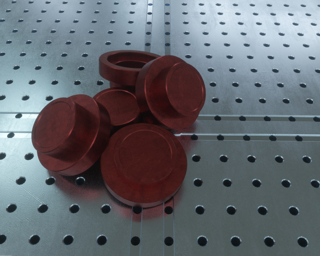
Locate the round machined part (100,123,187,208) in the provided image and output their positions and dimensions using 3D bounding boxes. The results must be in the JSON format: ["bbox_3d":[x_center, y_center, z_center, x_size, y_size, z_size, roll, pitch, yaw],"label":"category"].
[{"bbox_3d":[-0.018,0.036,0.350,0.099,0.042,0.098,3,61,-6],"label":"round machined part"}]

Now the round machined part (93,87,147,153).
[{"bbox_3d":[-0.056,-0.016,0.408,0.099,0.042,0.098,0,50,0],"label":"round machined part"}]

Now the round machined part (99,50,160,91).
[{"bbox_3d":[-0.038,-0.078,0.447,0.099,0.042,0.098,5,29,-2],"label":"round machined part"}]

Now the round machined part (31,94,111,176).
[{"bbox_3d":[-0.110,0.003,0.361,0.098,0.042,0.098,-13,61,26],"label":"round machined part"}]

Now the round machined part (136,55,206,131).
[{"bbox_3d":[0.021,-0.046,0.397,0.042,0.098,0.098,-9,33,50],"label":"round machined part"}]
